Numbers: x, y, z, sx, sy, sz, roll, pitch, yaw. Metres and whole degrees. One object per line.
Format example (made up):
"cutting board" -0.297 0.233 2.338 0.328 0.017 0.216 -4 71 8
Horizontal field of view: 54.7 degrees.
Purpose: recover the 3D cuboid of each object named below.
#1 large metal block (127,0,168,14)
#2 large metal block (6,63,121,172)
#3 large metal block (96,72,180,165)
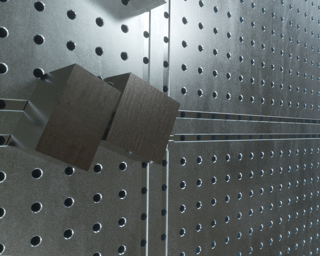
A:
"large metal block" -0.020 -0.203 0.377 0.080 0.050 0.080 35 68 -35
"large metal block" -0.093 -0.009 0.297 0.050 0.080 0.080 32 70 -36
"large metal block" -0.031 -0.009 0.368 0.080 0.050 0.080 29 72 -37
